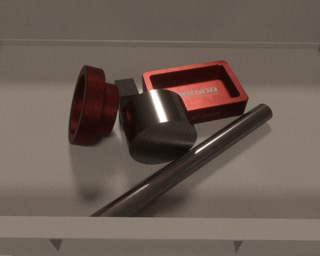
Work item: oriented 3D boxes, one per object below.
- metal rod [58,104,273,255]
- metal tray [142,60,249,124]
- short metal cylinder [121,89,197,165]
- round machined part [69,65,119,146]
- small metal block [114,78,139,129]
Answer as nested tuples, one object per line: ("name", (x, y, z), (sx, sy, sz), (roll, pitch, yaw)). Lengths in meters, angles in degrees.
("metal rod", (0.025, 0.048, 0.364), (0.302, 0.025, 0.025), (-31, 57, -24))
("metal tray", (0.047, -0.050, 0.444), (0.131, 0.030, 0.090), (-11, 51, -10))
("short metal cylinder", (-0.002, 0.000, 0.369), (0.081, 0.080, 0.050), (-11, 52, -10))
("round machined part", (-0.081, -0.025, 0.384), (0.042, 0.097, 0.098), (10, 46, -24))
("small metal block", (-0.042, -0.031, 0.406), (0.025, 0.050, 0.050), (-9, 33, -10))
